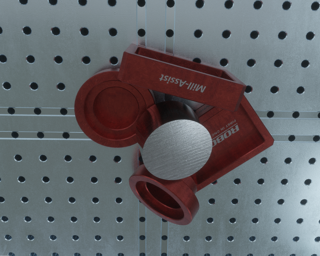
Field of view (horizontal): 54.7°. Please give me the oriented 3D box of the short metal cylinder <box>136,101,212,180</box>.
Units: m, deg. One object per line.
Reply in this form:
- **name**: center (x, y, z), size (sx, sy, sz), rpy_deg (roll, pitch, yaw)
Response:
- **short metal cylinder**: center (0.015, 0.014, 0.366), size (0.081, 0.050, 0.079), rpy_deg (-6, 120, -11)

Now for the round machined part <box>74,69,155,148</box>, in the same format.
- **round machined part**: center (-0.054, -0.027, 0.394), size (0.099, 0.042, 0.097), rpy_deg (0, 110, -1)

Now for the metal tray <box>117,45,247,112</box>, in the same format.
- **metal tray**: center (0.023, -0.061, 0.356), size (0.131, 0.090, 0.030), rpy_deg (14, 110, -6)

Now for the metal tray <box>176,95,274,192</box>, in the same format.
- **metal tray**: center (0.072, 0.017, 0.417), size (0.130, 0.030, 0.090), rpy_deg (-35, 107, 11)

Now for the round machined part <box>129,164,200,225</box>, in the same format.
- **round machined part**: center (0.010, 0.082, 0.416), size (0.098, 0.042, 0.097), rpy_deg (26, 145, 20)
